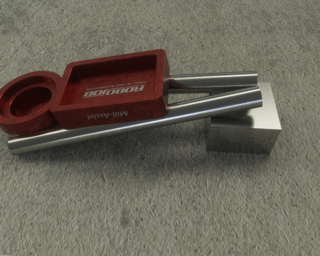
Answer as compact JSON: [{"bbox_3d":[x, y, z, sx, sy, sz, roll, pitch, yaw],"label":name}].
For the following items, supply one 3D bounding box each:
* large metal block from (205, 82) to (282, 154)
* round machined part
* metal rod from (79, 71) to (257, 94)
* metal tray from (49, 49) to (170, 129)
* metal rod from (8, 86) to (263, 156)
[{"bbox_3d":[0.101,-0.015,0.400,0.080,0.050,0.080,3,50,2],"label":"large metal block"},{"bbox_3d":[-0.165,-0.028,0.408,0.098,0.042,0.098,-6,49,8],"label":"round machined part"},{"bbox_3d":[-0.029,-0.056,0.409,0.301,0.025,0.025,0,49,16],"label":"metal rod"},{"bbox_3d":[-0.056,-0.048,0.374,0.131,0.030,0.090,-6,49,11],"label":"metal tray"},{"bbox_3d":[-0.034,-0.007,0.368,0.301,0.025,0.025,-11,50,6],"label":"metal rod"}]
